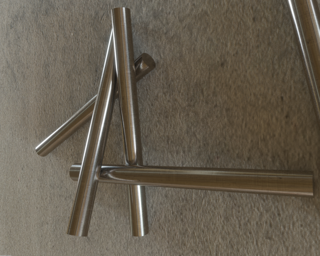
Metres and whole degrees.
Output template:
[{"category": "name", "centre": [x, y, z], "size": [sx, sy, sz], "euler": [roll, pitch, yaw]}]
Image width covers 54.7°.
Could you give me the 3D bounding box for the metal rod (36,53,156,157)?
[{"category": "metal rod", "centre": [-0.119, -0.024, 0.499], "size": [0.299, 0.025, 0.025], "euler": [-33, 70, 35]}]

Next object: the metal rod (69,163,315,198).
[{"category": "metal rod", "centre": [0.012, 0.057, 0.362], "size": [0.300, 0.025, 0.025], "euler": [-2, 89, 30]}]

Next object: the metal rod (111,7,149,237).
[{"category": "metal rod", "centre": [-0.039, -0.004, 0.413], "size": [0.025, 0.025, 0.298], "euler": [0, 97, 39]}]

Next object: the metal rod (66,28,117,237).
[{"category": "metal rod", "centre": [-0.076, -0.015, 0.408], "size": [0.025, 0.025, 0.299], "euler": [-4, 70, 39]}]

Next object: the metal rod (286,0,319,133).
[{"category": "metal rod", "centre": [0.146, -0.053, 0.283], "size": [0.025, 0.025, 0.298], "euler": [-17, 79, 38]}]
